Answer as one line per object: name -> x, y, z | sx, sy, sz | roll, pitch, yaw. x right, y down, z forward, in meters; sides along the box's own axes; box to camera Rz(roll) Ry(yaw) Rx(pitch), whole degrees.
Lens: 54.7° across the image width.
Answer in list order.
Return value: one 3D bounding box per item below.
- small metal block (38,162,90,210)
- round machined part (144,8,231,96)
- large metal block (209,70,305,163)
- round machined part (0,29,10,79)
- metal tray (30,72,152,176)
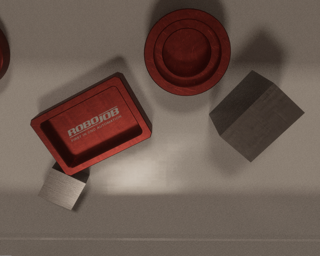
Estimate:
small metal block -> -0.136, 0.081, 0.439 | 0.050, 0.025, 0.050 | 28, 107, -10
round machined part -> 0.031, -0.091, 0.369 | 0.099, 0.042, 0.097 | 0, 110, -1
large metal block -> 0.112, -0.018, 0.377 | 0.050, 0.080, 0.080 | 39, 105, -14
round machined part -> -0.237, -0.091, 0.366 | 0.099, 0.042, 0.097 | 0, 110, -1
metal tray -> -0.087, -0.004, 0.405 | 0.130, 0.030, 0.090 | -26, 108, 9
